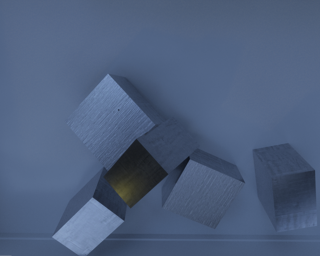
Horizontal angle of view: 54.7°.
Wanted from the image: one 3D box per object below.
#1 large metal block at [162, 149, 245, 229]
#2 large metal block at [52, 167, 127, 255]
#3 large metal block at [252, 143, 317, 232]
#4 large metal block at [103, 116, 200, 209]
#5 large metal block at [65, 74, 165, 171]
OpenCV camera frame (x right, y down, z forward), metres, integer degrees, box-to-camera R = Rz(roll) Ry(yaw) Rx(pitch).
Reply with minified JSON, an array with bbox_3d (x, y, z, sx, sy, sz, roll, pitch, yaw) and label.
[{"bbox_3d":[0.056,0.080,0.428,0.080,0.050,0.080,24,108,-9],"label":"large metal block"},{"bbox_3d":[-0.090,0.112,0.422,0.050,0.080,0.080,42,105,-14],"label":"large metal block"},{"bbox_3d":[0.163,0.076,0.411,0.050,0.080,0.079,-11,110,4],"label":"large metal block"},{"bbox_3d":[-0.009,0.040,0.378,0.050,0.080,0.080,48,126,8],"label":"large metal block"},{"bbox_3d":[-0.053,-0.008,0.380,0.080,0.050,0.080,-44,82,14],"label":"large metal block"}]
